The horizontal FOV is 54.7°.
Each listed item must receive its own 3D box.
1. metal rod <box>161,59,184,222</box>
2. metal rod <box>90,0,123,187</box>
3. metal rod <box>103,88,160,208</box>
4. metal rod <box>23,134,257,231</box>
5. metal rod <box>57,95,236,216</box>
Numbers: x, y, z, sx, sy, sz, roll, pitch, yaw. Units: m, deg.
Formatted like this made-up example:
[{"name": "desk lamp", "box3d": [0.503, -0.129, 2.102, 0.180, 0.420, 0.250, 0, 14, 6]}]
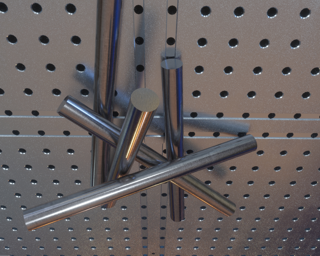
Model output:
[{"name": "metal rod", "box3d": [0.022, 0.041, 0.446, 0.025, 0.025, 0.298, -3, 130, 2]}, {"name": "metal rod", "box3d": [-0.072, -0.022, 0.391, 0.025, 0.025, 0.298, 7, 130, -7]}, {"name": "metal rod", "box3d": [-0.049, 0.048, 0.390, 0.025, 0.025, 0.298, 11, 148, -10]}, {"name": "metal rod", "box3d": [-0.010, 0.062, 0.390, 0.302, 0.025, 0.025, -17, 132, -17]}, {"name": "metal rod", "box3d": [0.000, 0.050, 0.419, 0.301, 0.025, 0.025, 35, 122, -27]}]
